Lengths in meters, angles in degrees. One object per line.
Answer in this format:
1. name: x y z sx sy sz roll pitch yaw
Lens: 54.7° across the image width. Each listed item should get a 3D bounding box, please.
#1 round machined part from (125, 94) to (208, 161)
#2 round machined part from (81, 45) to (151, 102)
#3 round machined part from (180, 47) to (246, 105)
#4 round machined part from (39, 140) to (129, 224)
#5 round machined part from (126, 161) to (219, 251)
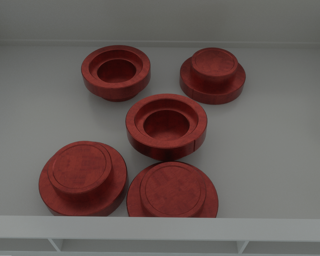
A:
1. round machined part: 0.008 0.003 0.387 0.099 0.042 0.098 -1 44 1
2. round machined part: -0.063 -0.076 0.458 0.099 0.042 0.098 0 50 0
3. round machined part: 0.079 -0.084 0.465 0.099 0.042 0.098 0 50 0
4. round machined part: -0.086 0.053 0.349 0.099 0.042 0.098 0 50 0
5. round machined part: 0.013 0.075 0.331 0.099 0.042 0.098 0 50 0
